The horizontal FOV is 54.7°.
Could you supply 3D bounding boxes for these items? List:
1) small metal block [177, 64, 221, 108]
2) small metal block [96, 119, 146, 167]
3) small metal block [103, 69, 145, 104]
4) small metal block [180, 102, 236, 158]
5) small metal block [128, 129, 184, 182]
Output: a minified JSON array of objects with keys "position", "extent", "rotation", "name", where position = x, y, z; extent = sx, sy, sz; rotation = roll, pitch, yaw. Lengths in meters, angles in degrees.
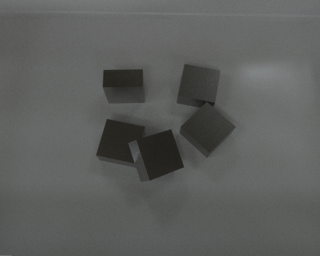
[{"position":[0.054,-0.057,0.431],"extent":[0.050,0.025,0.050],"rotation":[11,70,4],"name":"small metal block"},{"position":[-0.049,0.020,0.402],"extent":[0.050,0.025,0.050],"rotation":[12,70,4],"name":"small metal block"},{"position":[-0.047,-0.055,0.416],"extent":[0.050,0.050,0.025],"rotation":[-1,70,-1],"name":"small metal block"},{"position":[0.062,0.003,0.409],"extent":[0.050,0.025,0.050],"rotation":[-43,76,-14],"name":"small metal block"},{"position":[-0.005,0.034,0.382],"extent":[0.050,0.025,0.050],"rotation":[-16,86,-30],"name":"small metal block"}]
